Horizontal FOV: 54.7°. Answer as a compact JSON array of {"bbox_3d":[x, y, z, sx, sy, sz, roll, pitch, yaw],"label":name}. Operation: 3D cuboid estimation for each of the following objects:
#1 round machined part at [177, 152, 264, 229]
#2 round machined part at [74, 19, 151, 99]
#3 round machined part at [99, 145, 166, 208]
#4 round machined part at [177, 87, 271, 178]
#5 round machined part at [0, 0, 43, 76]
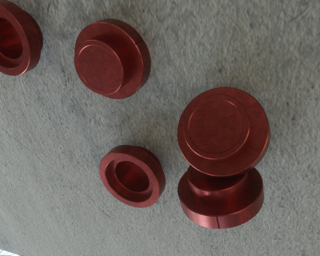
[{"bbox_3d":[0.068,0.064,0.360,0.098,0.098,0.042,2,124,27],"label":"round machined part"},{"bbox_3d":[-0.064,-0.079,0.379,0.098,0.042,0.097,13,124,20],"label":"round machined part"},{"bbox_3d":[-0.036,0.065,0.454,0.098,0.042,0.097,13,124,20],"label":"round machined part"},{"bbox_3d":[0.064,0.002,0.329,0.098,0.042,0.098,-6,75,23],"label":"round machined part"},{"bbox_3d":[-0.201,-0.124,0.423,0.098,0.042,0.097,13,124,20],"label":"round machined part"}]
